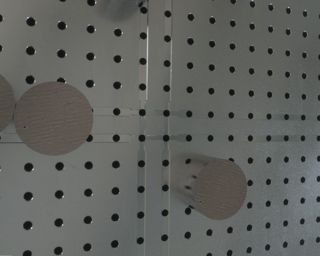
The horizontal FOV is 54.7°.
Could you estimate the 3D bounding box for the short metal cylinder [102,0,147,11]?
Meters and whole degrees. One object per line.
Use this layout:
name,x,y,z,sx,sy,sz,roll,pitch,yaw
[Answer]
short metal cylinder,-0.041,-0.194,0.385,0.081,0.050,0.079,0,90,-21

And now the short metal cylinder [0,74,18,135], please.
short metal cylinder,-0.195,-0.025,0.327,0.081,0.050,0.079,0,90,-20

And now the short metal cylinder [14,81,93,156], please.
short metal cylinder,-0.121,-0.010,0.355,0.081,0.050,0.079,0,90,-21

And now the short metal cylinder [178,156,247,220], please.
short metal cylinder,0.072,0.080,0.427,0.081,0.050,0.079,0,90,-20
